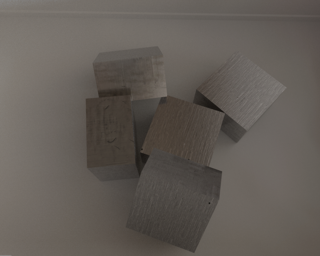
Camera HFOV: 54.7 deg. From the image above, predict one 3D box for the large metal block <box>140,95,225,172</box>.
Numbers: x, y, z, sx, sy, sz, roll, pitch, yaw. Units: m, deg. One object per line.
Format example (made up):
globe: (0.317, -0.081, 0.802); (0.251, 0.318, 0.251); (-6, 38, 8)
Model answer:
large metal block: (0.028, 0.013, 0.391); (0.080, 0.050, 0.080); (18, 71, 6)

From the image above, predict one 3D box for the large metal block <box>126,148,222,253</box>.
large metal block: (0.015, 0.079, 0.343); (0.080, 0.079, 0.050); (19, 29, 5)

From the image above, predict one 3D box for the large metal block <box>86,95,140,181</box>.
large metal block: (-0.055, 0.015, 0.373); (0.050, 0.080, 0.080); (-5, 70, -2)

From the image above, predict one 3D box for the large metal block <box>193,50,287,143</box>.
large metal block: (0.102, -0.041, 0.411); (0.080, 0.050, 0.080); (42, 75, 13)

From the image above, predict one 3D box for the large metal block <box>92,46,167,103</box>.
large metal block: (-0.037, -0.070, 0.398); (0.081, 0.080, 0.050); (-7, 112, -2)
